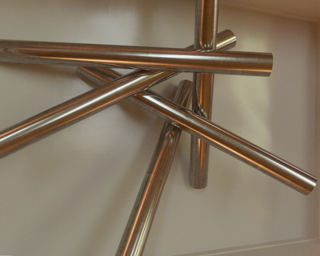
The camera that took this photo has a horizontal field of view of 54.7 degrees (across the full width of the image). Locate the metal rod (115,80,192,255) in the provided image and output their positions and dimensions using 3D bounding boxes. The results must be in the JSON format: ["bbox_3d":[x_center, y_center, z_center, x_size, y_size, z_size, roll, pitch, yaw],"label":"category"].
[{"bbox_3d":[-0.007,0.061,0.345,0.025,0.025,0.300,32,56,-17],"label":"metal rod"}]

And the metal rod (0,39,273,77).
[{"bbox_3d":[-0.036,-0.076,0.334,0.302,0.025,0.025,4,89,4],"label":"metal rod"}]

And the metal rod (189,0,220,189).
[{"bbox_3d":[0.051,-0.055,0.365,0.025,0.025,0.298,-11,119,-20],"label":"metal rod"}]

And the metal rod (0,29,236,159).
[{"bbox_3d":[-0.036,-0.047,0.343,0.302,0.025,0.025,-28,100,-20],"label":"metal rod"}]

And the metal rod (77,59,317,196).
[{"bbox_3d":[0.038,-0.006,0.364,0.301,0.025,0.025,28,80,5],"label":"metal rod"}]
